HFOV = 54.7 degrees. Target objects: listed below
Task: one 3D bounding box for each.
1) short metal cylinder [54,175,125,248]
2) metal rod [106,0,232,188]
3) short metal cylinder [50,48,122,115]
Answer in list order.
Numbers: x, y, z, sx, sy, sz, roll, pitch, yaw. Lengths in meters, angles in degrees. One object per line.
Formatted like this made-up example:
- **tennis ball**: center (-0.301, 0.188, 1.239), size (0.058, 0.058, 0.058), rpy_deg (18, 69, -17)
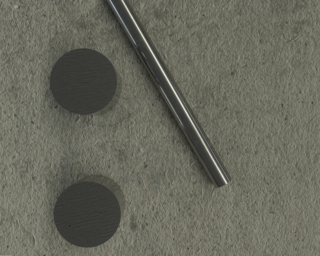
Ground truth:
- **short metal cylinder**: center (-0.087, 0.104, 0.397), size (0.081, 0.050, 0.079), rpy_deg (0, 90, 0)
- **metal rod**: center (0.009, -0.057, 0.409), size (0.025, 0.025, 0.299), rpy_deg (-30, 90, 0)
- **short metal cylinder**: center (-0.092, -0.056, 0.397), size (0.081, 0.050, 0.079), rpy_deg (0, 90, 0)
